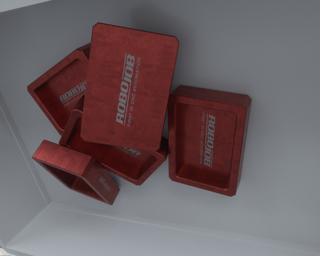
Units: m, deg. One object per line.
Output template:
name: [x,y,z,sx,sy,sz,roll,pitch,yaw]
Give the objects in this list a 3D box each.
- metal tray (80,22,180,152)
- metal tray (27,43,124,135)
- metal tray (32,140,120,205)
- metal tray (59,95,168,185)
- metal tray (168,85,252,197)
metal tray: [-0.035,-0.044,0.349,0.091,0.030,0.129,9,105,-4]
metal tray: [-0.117,-0.048,0.433,0.130,0.030,0.090,-22,107,36]
metal tray: [-0.122,0.071,0.472,0.090,0.030,0.130,16,154,19]
metal tray: [-0.062,0.021,0.420,0.131,0.030,0.089,29,137,-10]
metal tray: [0.057,0.017,0.383,0.090,0.030,0.129,12,124,21]
